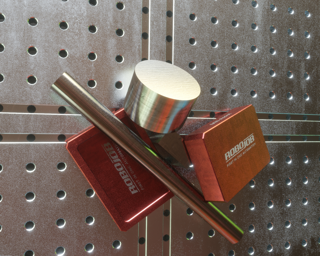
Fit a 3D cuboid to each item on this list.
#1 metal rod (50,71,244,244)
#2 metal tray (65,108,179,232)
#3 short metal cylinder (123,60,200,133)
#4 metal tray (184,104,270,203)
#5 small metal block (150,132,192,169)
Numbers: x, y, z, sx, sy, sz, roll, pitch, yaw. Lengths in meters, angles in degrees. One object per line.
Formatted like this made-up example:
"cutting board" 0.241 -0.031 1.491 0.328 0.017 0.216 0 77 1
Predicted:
"metal rod" -0.004 0.046 0.375 0.300 0.025 0.025 43 77 -16
"metal tray" -0.046 0.050 0.389 0.090 0.030 0.130 -33 101 -17
"short metal cylinder" 0.002 -0.039 0.374 0.081 0.080 0.050 9 129 -20
"metal tray" 0.096 0.030 0.414 0.131 0.030 0.090 -27 100 -43
"small metal block" 0.015 0.025 0.400 0.050 0.050 0.025 42 77 -15
